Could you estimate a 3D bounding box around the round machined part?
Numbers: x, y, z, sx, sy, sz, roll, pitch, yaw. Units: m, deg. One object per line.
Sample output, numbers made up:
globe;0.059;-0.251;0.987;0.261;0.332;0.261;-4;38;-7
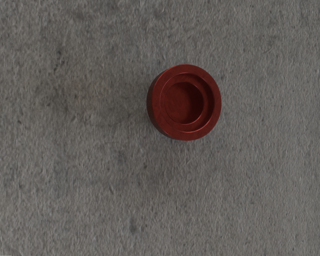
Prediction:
round machined part;0.029;-0.033;0.412;0.099;0.042;0.097;0;90;-21
